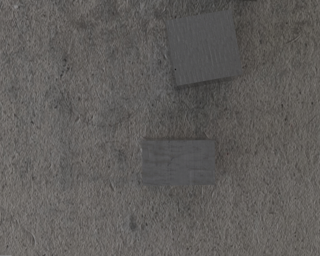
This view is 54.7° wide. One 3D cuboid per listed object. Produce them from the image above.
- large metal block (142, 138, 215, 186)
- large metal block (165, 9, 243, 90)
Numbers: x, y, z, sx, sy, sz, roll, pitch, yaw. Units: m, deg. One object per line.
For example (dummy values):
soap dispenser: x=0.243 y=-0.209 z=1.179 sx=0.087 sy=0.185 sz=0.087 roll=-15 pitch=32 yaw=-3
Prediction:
large metal block: x=0.021 y=0.038 z=0.383 sx=0.081 sy=0.080 sz=0.050 roll=-1 pitch=90 yaw=0
large metal block: x=0.053 y=-0.097 z=0.398 sx=0.080 sy=0.050 sz=0.080 roll=-10 pitch=90 yaw=0
